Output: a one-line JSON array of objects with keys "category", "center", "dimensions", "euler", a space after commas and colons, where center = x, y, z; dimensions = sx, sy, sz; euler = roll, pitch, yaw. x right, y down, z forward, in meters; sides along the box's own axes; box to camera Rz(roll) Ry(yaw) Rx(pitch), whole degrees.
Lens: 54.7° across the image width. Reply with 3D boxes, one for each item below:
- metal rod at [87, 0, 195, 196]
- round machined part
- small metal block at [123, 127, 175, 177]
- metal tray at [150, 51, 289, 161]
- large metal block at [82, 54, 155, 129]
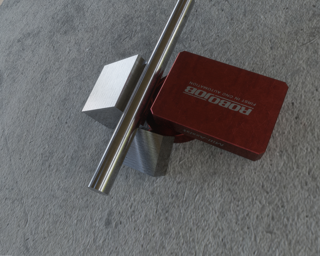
[{"category": "metal rod", "center": [-0.015, -0.059, 0.395], "dimensions": [0.025, 0.025, 0.300], "euler": [8, 63, 31]}, {"category": "round machined part", "center": [0.024, -0.033, 0.402], "dimensions": [0.098, 0.042, 0.098], "euler": [-13, 56, 21]}, {"category": "small metal block", "center": [-0.014, 0.028, 0.383], "dimensions": [0.050, 0.025, 0.050], "euler": [17, 96, 35]}, {"category": "metal tray", "center": [0.067, -0.028, 0.356], "dimensions": [0.130, 0.030, 0.090], "euler": [21, 73, 14]}, {"category": "large metal block", "center": [-0.052, -0.047, 0.432], "dimensions": [0.080, 0.050, 0.080], "euler": [-3, 58, 47]}]
